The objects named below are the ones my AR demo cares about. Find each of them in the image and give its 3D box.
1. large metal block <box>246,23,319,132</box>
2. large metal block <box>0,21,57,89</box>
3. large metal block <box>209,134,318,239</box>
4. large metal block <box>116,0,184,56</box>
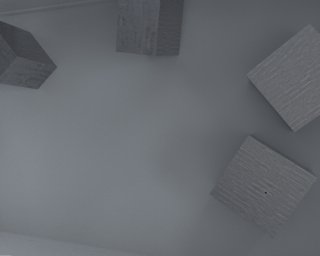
[{"bbox_3d":[0.155,-0.051,0.342,0.080,0.050,0.080,-39,78,15],"label":"large metal block"},{"bbox_3d":[-0.216,-0.108,0.457,0.050,0.080,0.080,-43,77,15],"label":"large metal block"},{"bbox_3d":[0.117,0.063,0.356,0.080,0.050,0.080,34,101,16],"label":"large metal block"},{"bbox_3d":[-0.010,-0.131,0.376,0.050,0.080,0.079,11,107,19],"label":"large metal block"}]
